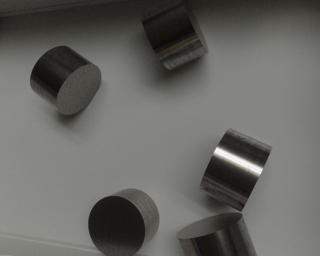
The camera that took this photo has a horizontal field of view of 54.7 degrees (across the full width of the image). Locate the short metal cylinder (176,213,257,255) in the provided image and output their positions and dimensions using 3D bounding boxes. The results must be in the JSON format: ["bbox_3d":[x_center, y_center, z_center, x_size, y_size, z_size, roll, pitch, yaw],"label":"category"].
[{"bbox_3d":[0.065,0.136,0.358,0.080,0.080,0.050,-21,83,19],"label":"short metal cylinder"}]

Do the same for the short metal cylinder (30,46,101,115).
[{"bbox_3d":[-0.128,-0.065,0.426,0.050,0.080,0.080,36,102,16],"label":"short metal cylinder"}]

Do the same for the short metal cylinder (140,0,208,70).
[{"bbox_3d":[0.019,-0.117,0.375,0.050,0.080,0.080,-23,83,18],"label":"short metal cylinder"}]

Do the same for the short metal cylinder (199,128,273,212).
[{"bbox_3d":[0.086,0.047,0.351,0.050,0.080,0.080,26,99,18],"label":"short metal cylinder"}]

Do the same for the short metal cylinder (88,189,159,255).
[{"bbox_3d":[-0.047,0.125,0.414,0.080,0.050,0.080,0,90,20],"label":"short metal cylinder"}]
